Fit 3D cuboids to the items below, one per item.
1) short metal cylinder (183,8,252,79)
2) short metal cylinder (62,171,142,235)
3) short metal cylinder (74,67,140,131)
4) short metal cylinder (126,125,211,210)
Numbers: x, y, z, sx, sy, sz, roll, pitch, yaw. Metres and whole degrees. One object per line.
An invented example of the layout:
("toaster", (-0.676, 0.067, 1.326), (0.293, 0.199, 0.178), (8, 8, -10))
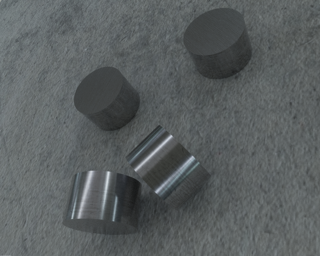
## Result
("short metal cylinder", (0.078, -0.113, 0.415), (0.080, 0.050, 0.080), (-13, 56, 20))
("short metal cylinder", (-0.063, 0.086, 0.347), (0.080, 0.080, 0.050), (-9, 58, 23))
("short metal cylinder", (-0.077, -0.042, 0.452), (0.080, 0.050, 0.080), (-13, 56, 20))
("short metal cylinder", (0.009, 0.042, 0.337), (0.050, 0.080, 0.080), (-45, 51, -3))
